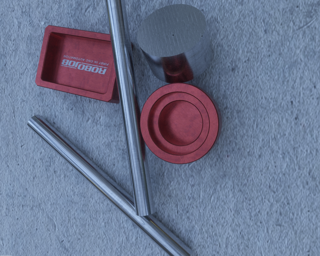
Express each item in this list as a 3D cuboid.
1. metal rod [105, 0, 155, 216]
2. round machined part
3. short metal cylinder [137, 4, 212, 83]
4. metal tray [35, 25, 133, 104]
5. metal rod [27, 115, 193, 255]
[{"bbox_3d":[-0.040,-0.038,0.396,0.025,0.025,0.298,-8,91,20],"label":"metal rod"},{"bbox_3d":[0.028,-0.007,0.387,0.098,0.042,0.097,2,95,20],"label":"round machined part"},{"bbox_3d":[0.019,-0.101,0.373,0.080,0.050,0.080,-7,61,13],"label":"short metal cylinder"},{"bbox_3d":[-0.111,-0.092,0.445,0.130,0.030,0.089,14,95,19],"label":"metal tray"},{"bbox_3d":[-0.079,0.078,0.436,0.300,0.025,0.025,38,102,16],"label":"metal rod"}]
